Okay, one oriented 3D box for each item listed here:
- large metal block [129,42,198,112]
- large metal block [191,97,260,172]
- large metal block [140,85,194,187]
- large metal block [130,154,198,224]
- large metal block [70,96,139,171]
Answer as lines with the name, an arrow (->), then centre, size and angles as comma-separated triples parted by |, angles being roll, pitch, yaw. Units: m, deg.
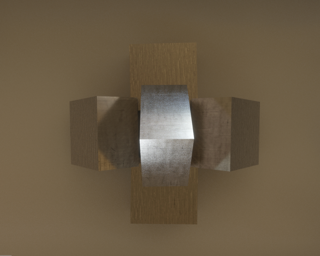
large metal block -> 0.004, -0.062, 0.395 | 0.081, 0.050, 0.080 | -1, 90, 0
large metal block -> 0.081, 0.006, 0.376 | 0.050, 0.081, 0.080 | 2, 91, 39
large metal block -> 0.005, 0.009, 0.343 | 0.050, 0.080, 0.080 | -1, 46, -1
large metal block -> 0.005, 0.076, 0.398 | 0.081, 0.050, 0.080 | 1, 90, 0
large metal block -> -0.069, 0.005, 0.374 | 0.050, 0.080, 0.080 | -2, 91, -36
